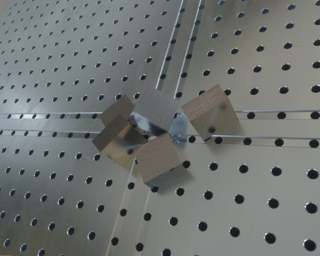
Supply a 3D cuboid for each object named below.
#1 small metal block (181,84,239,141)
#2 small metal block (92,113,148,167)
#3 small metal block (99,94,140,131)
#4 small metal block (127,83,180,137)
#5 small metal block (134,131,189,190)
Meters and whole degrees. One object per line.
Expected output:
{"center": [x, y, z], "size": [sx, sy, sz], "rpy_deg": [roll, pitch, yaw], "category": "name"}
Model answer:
{"center": [0.061, -0.017, 0.372], "size": [0.050, 0.050, 0.025], "rpy_deg": [-32, 52, 7], "category": "small metal block"}
{"center": [-0.052, 0.017, 0.410], "size": [0.050, 0.050, 0.025], "rpy_deg": [-46, 51, -2], "category": "small metal block"}
{"center": [-0.053, -0.012, 0.445], "size": [0.050, 0.025, 0.050], "rpy_deg": [-39, 51, 1], "category": "small metal block"}
{"center": [-0.008, -0.022, 0.403], "size": [0.025, 0.050, 0.050], "rpy_deg": [-50, 15, 53], "category": "small metal block"}
{"center": [0.001, 0.040, 0.384], "size": [0.050, 0.025, 0.050], "rpy_deg": [-29, 52, 10], "category": "small metal block"}
